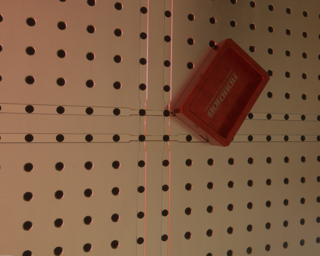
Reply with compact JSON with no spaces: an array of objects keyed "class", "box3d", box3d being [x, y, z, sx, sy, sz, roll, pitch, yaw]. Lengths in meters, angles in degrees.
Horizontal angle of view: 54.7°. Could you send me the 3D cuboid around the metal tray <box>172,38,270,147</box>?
[{"class":"metal tray","box3d":[0.090,-0.050,0.444,0.090,0.030,0.130,37,78,-17]}]
